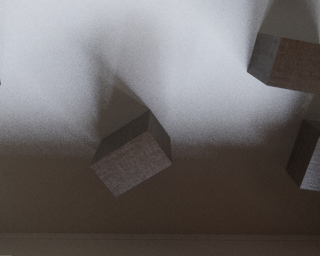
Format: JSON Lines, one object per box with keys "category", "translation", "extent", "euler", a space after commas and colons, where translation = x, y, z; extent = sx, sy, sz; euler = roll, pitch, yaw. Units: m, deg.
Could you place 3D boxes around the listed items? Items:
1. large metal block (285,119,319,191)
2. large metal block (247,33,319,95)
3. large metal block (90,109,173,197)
{"category": "large metal block", "translation": [0.228, 0.039, 0.414], "extent": [0.081, 0.050, 0.079], "euler": [9, 110, -4]}
{"category": "large metal block", "translation": [0.156, -0.075, 0.356], "extent": [0.081, 0.080, 0.050], "euler": [9, 110, -4]}
{"category": "large metal block", "translation": [-0.033, 0.029, 0.392], "extent": [0.080, 0.080, 0.050], "euler": [-32, 107, 11]}
